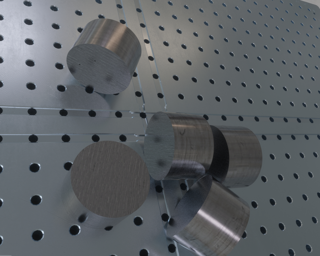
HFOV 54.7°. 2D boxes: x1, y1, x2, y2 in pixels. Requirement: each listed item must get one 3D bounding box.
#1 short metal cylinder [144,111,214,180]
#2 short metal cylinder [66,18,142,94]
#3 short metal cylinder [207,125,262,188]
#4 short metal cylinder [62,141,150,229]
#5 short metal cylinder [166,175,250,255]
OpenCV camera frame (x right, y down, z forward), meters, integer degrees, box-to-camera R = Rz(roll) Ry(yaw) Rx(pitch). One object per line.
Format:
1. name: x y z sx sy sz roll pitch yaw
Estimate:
1. short metal cylinder: 0.020 0.022 0.370 0.050 0.080 0.080 4 60 -26
2. short metal cylinder: -0.069 -0.088 0.390 0.080 0.080 0.050 25 53 -13
3. short metal cylinder: 0.082 0.037 0.394 0.050 0.080 0.080 2 61 -27
4. short metal cylinder: -0.057 0.060 0.324 0.081 0.050 0.080 14 56 -21
5. short metal cylinder: 0.052 0.099 0.340 0.050 0.080 0.080 37 51 -4
